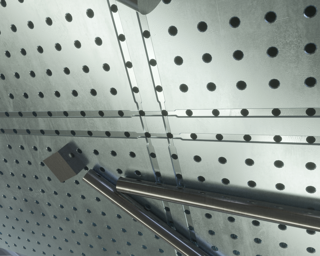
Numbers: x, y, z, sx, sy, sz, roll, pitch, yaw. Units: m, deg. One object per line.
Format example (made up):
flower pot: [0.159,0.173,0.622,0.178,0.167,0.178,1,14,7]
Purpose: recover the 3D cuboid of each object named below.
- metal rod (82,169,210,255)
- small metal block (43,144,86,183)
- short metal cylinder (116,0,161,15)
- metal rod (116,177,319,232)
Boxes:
metal rod: [-0.001,0.165,0.512,0.301,0.025,0.025,35,129,4]
small metal block: [-0.165,0.061,0.534,0.050,0.025,0.050,-28,104,37]
short metal cylinder: [-0.021,-0.155,0.289,0.050,0.080,0.079,30,128,7]
metal rod: [0.072,0.103,0.435,0.301,0.025,0.025,5,121,25]
